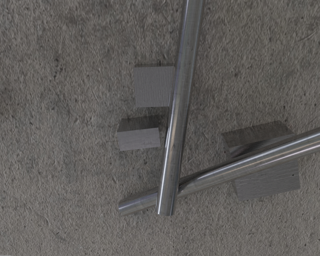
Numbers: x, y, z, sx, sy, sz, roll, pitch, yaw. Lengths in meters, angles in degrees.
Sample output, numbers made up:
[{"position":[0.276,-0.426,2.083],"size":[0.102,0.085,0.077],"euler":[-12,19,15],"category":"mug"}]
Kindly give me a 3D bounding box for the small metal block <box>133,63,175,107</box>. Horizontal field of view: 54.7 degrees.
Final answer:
[{"position":[-0.006,-0.054,0.390],"size":[0.050,0.025,0.050],"euler":[-2,110,0],"category":"small metal block"}]

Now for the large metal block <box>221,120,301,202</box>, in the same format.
[{"position":[0.133,0.043,0.414],"size":[0.080,0.050,0.080],"euler":[-13,110,4],"category":"large metal block"}]

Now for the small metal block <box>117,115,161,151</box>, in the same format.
[{"position":[-0.026,0.005,0.398],"size":[0.050,0.050,0.025],"euler":[-7,110,2],"category":"small metal block"}]

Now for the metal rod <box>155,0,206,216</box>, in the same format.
[{"position":[0.025,-0.039,0.368],"size":[0.025,0.025,0.298],"euler":[7,100,-3],"category":"metal rod"}]

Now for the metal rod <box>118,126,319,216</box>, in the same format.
[{"position":[0.069,0.060,0.386],"size":[0.300,0.025,0.025],"euler":[-25,109,27],"category":"metal rod"}]
